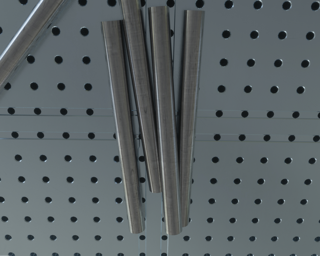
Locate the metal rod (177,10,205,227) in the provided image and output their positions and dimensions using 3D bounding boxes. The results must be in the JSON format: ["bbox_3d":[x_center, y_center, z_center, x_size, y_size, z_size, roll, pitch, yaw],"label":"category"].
[{"bbox_3d":[0.036,0.002,0.414,0.025,0.025,0.298,2,110,-1],"label":"metal rod"}]

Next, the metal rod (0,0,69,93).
[{"bbox_3d":[-0.147,-0.121,0.366,0.025,0.025,0.299,40,105,-14],"label":"metal rod"}]

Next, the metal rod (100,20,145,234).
[{"bbox_3d":[-0.046,0.013,0.417,0.025,0.025,0.298,-4,110,1],"label":"metal rod"}]

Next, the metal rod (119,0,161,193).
[{"bbox_3d":[-0.022,-0.052,0.393,0.025,0.025,0.298,-7,110,2],"label":"metal rod"}]

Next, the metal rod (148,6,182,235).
[{"bbox_3d":[0.009,0.002,0.401,0.025,0.025,0.298,-4,105,1],"label":"metal rod"}]
